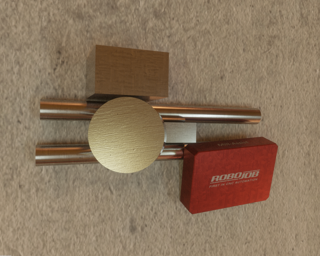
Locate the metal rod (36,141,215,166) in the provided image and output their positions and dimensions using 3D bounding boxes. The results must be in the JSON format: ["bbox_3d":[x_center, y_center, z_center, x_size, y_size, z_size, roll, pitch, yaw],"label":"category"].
[{"bbox_3d":[-0.002,0.031,0.411,0.303,0.025,0.025,0,90,-21],"label":"metal rod"}]

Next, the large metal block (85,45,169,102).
[{"bbox_3d":[-0.042,-0.060,0.367,0.081,0.080,0.050,1,90,-20],"label":"large metal block"}]

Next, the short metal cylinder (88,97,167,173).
[{"bbox_3d":[-0.034,0.008,0.347,0.080,0.050,0.079,0,88,3],"label":"short metal cylinder"}]

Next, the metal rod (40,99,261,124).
[{"bbox_3d":[0.003,-0.020,0.412,0.303,0.025,0.025,1,90,-21],"label":"metal rod"}]

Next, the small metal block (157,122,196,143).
[{"bbox_3d":[0.013,0.005,0.402,0.050,0.050,0.025,1,90,-20],"label":"small metal block"}]

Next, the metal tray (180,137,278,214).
[{"bbox_3d":[0.096,0.063,0.430,0.131,0.030,0.089,-4,109,-22],"label":"metal tray"}]
